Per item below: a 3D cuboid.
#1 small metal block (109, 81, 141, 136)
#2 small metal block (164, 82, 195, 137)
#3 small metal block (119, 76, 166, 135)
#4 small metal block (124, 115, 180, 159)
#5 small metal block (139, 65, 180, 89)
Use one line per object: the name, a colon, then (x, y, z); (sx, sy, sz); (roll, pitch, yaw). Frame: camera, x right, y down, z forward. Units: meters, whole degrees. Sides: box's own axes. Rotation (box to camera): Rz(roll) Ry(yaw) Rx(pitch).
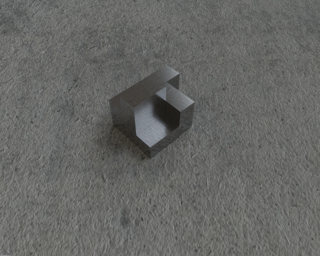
small metal block: (-0.037, -0.025, 0.409); (0.050, 0.050, 0.025); (-36, 59, -27)
small metal block: (0.017, -0.024, 0.408); (0.025, 0.050, 0.050); (-36, 59, -26)
small metal block: (-0.020, -0.027, 0.378); (0.050, 0.050, 0.025); (-36, 59, -27)
small metal block: (-0.010, 0.004, 0.401); (0.050, 0.025, 0.050); (-35, 59, -26)
small metal block: (0.000, -0.052, 0.432); (0.050, 0.050, 0.025); (-36, 59, -27)
